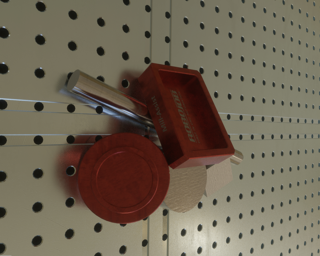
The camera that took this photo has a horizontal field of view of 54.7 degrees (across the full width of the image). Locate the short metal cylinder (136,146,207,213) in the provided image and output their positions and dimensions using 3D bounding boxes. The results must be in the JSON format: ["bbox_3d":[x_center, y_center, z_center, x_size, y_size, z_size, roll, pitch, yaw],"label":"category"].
[{"bbox_3d":[0.015,0.064,0.401,0.081,0.050,0.079,0,90,-40],"label":"short metal cylinder"}]

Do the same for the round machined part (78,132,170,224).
[{"bbox_3d":[-0.038,0.053,0.332,0.099,0.042,0.097,1,86,-7],"label":"round machined part"}]

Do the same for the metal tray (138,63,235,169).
[{"bbox_3d":[0.033,-0.017,0.391,0.091,0.030,0.130,0,61,-41],"label":"metal tray"}]

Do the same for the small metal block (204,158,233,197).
[{"bbox_3d":[0.077,0.065,0.456,0.050,0.025,0.050,-29,125,-20],"label":"small metal block"}]

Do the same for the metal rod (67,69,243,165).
[{"bbox_3d":[0.017,-0.001,0.419,0.302,0.025,0.025,25,75,-37],"label":"metal rod"}]
